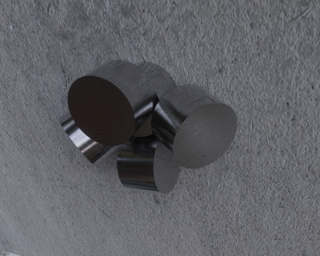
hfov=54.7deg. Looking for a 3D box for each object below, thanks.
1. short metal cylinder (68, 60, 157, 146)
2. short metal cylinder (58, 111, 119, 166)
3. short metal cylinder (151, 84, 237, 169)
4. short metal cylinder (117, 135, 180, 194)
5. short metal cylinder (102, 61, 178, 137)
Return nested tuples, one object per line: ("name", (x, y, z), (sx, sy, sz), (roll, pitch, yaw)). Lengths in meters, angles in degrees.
("short metal cylinder", (-0.051, -0.027, 0.335), (0.080, 0.050, 0.079), (13, 124, 20))
("short metal cylinder", (-0.089, 0.004, 0.414), (0.080, 0.050, 0.080), (51, 172, 11))
("short metal cylinder", (0.037, -0.002, 0.343), (0.050, 0.081, 0.079), (46, 143, 49))
("short metal cylinder", (-0.012, 0.043, 0.403), (0.050, 0.080, 0.079), (2, 119, 27))
("short metal cylinder", (-0.023, -0.036, 0.381), (0.080, 0.050, 0.079), (13, 124, 20))
